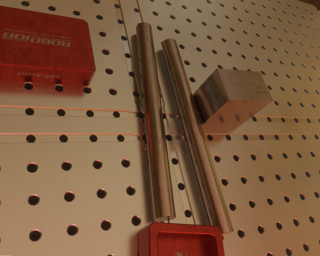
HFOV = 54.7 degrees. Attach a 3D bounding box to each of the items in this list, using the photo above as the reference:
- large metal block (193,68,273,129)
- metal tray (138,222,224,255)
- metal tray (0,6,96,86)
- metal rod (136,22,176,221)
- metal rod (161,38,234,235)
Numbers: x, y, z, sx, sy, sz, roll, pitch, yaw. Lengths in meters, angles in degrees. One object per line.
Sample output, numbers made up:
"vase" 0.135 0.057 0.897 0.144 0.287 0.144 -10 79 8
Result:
"large metal block" 0.100 -0.041 0.454 0.081 0.080 0.050 -2 63 -30
"metal tray" 0.026 0.168 0.317 0.091 0.030 0.130 11 57 -23
"metal tray" -0.153 -0.102 0.385 0.131 0.030 0.090 0 62 -29
"metal rod" -0.010 -0.028 0.421 0.025 0.025 0.299 8 58 -25
"metal rod" 0.046 -0.004 0.436 0.025 0.025 0.299 1 61 -28
